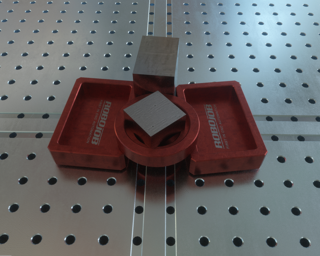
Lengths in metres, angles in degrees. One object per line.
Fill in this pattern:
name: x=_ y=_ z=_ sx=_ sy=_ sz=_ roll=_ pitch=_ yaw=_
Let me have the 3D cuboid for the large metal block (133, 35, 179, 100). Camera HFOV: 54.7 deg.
large metal block: x=-0.003 y=-0.068 z=0.424 sx=0.050 sy=0.080 sz=0.080 roll=5 pitch=50 yaw=4

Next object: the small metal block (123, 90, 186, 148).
small metal block: x=-0.006 y=-0.010 z=0.356 sx=0.050 sy=0.025 sz=0.050 roll=-32 pitch=57 yaw=-24

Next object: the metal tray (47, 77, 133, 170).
metal tray: x=-0.080 y=-0.011 z=0.407 sx=0.091 sy=0.030 sz=0.130 roll=5 pitch=50 yaw=4

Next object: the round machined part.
round machined part: x=-0.003 y=0.006 z=0.374 sx=0.099 sy=0.042 sz=0.098 roll=0 pitch=50 yaw=0

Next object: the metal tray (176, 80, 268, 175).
metal tray: x=0.073 y=-0.005 z=0.404 sx=0.091 sy=0.030 sz=0.130 roll=-5 pitch=50 yaw=-4
